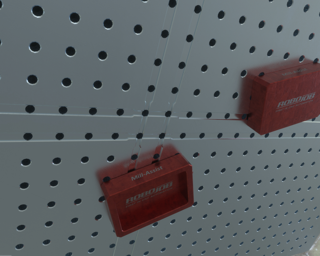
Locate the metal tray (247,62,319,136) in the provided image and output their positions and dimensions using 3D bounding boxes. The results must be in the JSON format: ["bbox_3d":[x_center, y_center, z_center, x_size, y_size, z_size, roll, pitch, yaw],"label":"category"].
[{"bbox_3d":[0.206,-0.048,0.494,0.131,0.030,0.089,-16,125,-20],"label":"metal tray"}]

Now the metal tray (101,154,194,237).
[{"bbox_3d":[-0.014,0.101,0.464,0.131,0.030,0.089,-19,126,-18],"label":"metal tray"}]
